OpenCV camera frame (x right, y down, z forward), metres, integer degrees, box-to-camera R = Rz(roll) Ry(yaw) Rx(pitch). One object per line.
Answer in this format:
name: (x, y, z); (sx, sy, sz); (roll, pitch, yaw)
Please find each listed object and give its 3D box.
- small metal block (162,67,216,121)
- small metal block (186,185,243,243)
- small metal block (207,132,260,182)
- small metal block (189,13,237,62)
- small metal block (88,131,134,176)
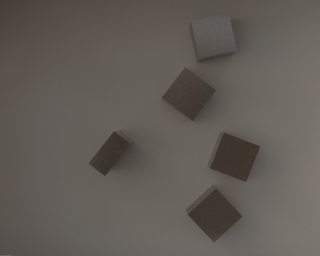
small metal block: (0.037, -0.044, 0.412); (0.050, 0.025, 0.050); (37, 90, -1)
small metal block: (0.071, 0.113, 0.413); (0.050, 0.025, 0.050); (-43, 91, 0)
small metal block: (0.097, 0.038, 0.413); (0.050, 0.025, 0.050); (21, 90, -1)
small metal block: (0.070, -0.119, 0.412); (0.050, 0.025, 0.050); (-12, 90, -1)
small metal block: (-0.061, 0.031, 0.398); (0.025, 0.050, 0.050); (38, 90, -1)
